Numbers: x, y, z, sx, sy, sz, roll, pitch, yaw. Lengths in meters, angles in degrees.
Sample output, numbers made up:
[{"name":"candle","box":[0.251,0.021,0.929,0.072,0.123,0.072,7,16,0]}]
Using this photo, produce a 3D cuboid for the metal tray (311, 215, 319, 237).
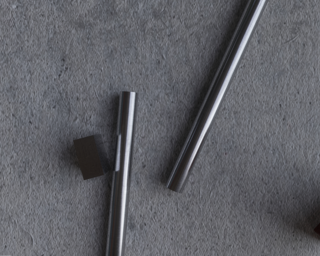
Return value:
[{"name":"metal tray","box":[0.252,0.117,0.374,0.030,0.130,0.090,42,90,0]}]

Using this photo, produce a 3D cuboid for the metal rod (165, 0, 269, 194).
[{"name":"metal rod","box":[0.079,-0.055,0.410,0.025,0.025,0.299,24,90,-1]}]

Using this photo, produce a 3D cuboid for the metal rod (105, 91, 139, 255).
[{"name":"metal rod","box":[-0.054,0.102,0.409,0.025,0.025,0.298,5,90,-1]}]

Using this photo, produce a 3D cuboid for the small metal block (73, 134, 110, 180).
[{"name":"small metal block","box":[-0.086,0.035,0.396,0.025,0.050,0.050,-15,90,0]}]
